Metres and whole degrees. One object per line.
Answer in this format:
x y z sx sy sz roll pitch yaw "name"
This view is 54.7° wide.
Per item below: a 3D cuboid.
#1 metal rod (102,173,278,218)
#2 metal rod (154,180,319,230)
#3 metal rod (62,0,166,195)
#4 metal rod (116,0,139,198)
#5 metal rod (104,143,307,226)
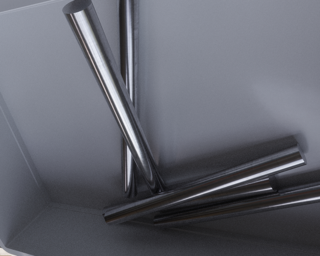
0.022 0.108 0.462 0.300 0.025 0.025 -20 108 35 "metal rod"
0.110 0.104 0.414 0.299 0.025 0.025 -23 106 36 "metal rod"
-0.035 -0.002 0.360 0.025 0.025 0.299 9 142 23 "metal rod"
-0.042 -0.021 0.415 0.025 0.025 0.298 16 125 19 "metal rod"
0.040 0.085 0.416 0.300 0.025 0.025 -26 105 29 "metal rod"
